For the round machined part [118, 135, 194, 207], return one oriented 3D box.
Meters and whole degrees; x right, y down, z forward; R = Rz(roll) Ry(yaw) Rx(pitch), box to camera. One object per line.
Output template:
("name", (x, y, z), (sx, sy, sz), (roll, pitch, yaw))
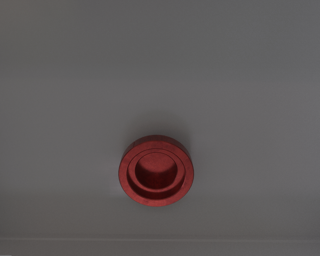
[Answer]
("round machined part", (-0.005, 0.054, 0.422), (0.099, 0.042, 0.097), (0, 110, 0))
